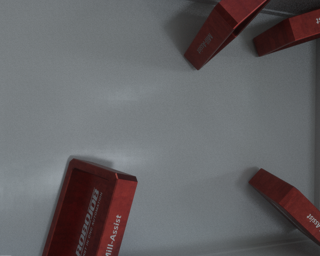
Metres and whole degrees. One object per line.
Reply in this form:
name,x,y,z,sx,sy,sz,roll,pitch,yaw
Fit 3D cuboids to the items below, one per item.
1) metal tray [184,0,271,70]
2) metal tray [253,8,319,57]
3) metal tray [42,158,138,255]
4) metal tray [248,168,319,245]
metal tray,0.086,-0.130,0.384,0.090,0.130,0.030,-42,90,-15
metal tray,0.214,-0.143,0.442,0.131,0.090,0.030,-19,93,-10
metal tray,-0.081,0.106,0.343,0.030,0.090,0.129,22,81,-47
metal tray,0.197,0.120,0.446,0.130,0.090,0.030,42,89,-15
